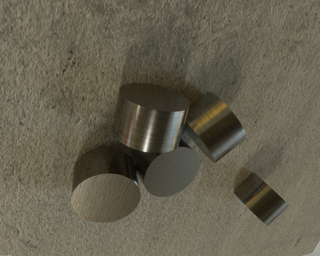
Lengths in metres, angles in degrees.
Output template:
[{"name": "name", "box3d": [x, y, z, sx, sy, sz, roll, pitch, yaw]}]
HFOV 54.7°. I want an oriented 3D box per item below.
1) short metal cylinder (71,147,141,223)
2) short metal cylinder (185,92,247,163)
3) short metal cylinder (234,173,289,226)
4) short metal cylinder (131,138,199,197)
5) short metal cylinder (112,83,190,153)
[{"name": "short metal cylinder", "box3d": [-0.068, 0.071, 0.386, 0.081, 0.050, 0.079, -6, 123, -9]}, {"name": "short metal cylinder", "box3d": [0.067, -0.001, 0.407, 0.050, 0.080, 0.080, -38, 129, -3]}, {"name": "short metal cylinder", "box3d": [0.177, 0.124, 0.544, 0.050, 0.080, 0.080, -46, 129, 4]}, {"name": "short metal cylinder", "box3d": [0.006, 0.047, 0.423, 0.081, 0.050, 0.079, -14, 124, -21]}, {"name": "short metal cylinder", "box3d": [-0.011, -0.014, 0.357, 0.081, 0.080, 0.050, -1, 119, -28]}]
